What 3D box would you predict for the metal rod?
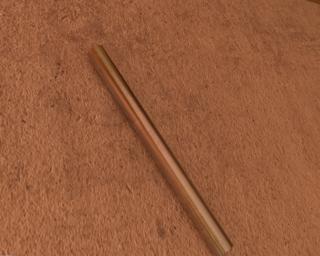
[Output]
[{"bbox_3d":[-0.006,0.019,0.388,0.025,0.025,0.299,-24,75,-36],"label":"metal rod"}]
